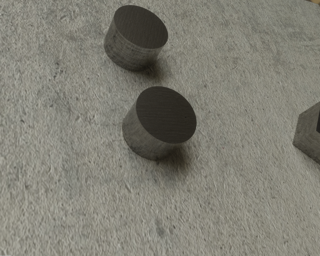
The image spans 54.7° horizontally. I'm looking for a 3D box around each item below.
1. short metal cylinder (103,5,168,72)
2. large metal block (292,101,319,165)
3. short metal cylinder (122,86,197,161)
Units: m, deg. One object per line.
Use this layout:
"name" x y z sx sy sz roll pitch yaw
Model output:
"short metal cylinder" -0.035 -0.129 0.447 0.081 0.050 0.080 14 56 -21
"large metal block" 0.284 0.013 0.532 0.080 0.050 0.080 36 51 -4
"short metal cylinder" -0.001 -0.005 0.390 0.081 0.050 0.080 14 56 -21
